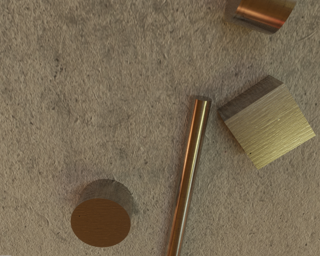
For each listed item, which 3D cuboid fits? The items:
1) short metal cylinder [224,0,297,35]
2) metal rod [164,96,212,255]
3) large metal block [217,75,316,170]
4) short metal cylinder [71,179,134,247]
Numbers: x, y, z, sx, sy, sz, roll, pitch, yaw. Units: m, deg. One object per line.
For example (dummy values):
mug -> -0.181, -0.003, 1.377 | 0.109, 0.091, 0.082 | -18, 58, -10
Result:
short metal cylinder -> 0.108, -0.145, 0.328 | 0.050, 0.080, 0.079 | 15, 109, -6
metal rod -> 0.034, 0.100, 0.446 | 0.025, 0.025, 0.298 | 7, 110, -3
large metal block -> 0.132, -0.008, 0.395 | 0.080, 0.050, 0.080 | -34, 107, 11
short metal cylinder -> -0.080, 0.120, 0.440 | 0.081, 0.050, 0.079 | 0, 110, 0
